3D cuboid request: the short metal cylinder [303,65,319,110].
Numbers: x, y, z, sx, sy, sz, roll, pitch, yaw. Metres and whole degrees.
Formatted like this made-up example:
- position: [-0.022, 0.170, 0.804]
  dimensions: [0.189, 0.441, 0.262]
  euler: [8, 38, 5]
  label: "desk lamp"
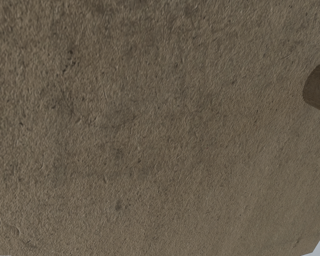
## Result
- position: [0.284, -0.064, 0.506]
  dimensions: [0.081, 0.050, 0.079]
  euler: [-14, 124, -21]
  label: "short metal cylinder"
